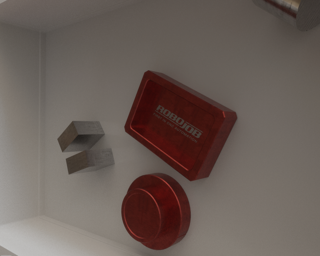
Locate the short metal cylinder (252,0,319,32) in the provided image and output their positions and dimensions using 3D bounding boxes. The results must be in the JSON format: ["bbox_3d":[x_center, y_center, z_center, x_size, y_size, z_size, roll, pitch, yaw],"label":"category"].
[{"bbox_3d":[0.126,-0.132,0.267,0.050,0.081,0.080,46,118,30],"label":"short metal cylinder"}]

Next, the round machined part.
[{"bbox_3d":[-0.012,0.110,0.404,0.098,0.042,0.097,0,90,39],"label":"round machined part"}]

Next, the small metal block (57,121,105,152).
[{"bbox_3d":[-0.125,0.013,0.491,0.050,0.050,0.025,-42,65,32],"label":"small metal block"}]

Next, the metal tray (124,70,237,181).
[{"bbox_3d":[0.019,-0.006,0.385,0.130,0.030,0.089,34,111,34],"label":"metal tray"}]

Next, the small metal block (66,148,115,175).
[{"bbox_3d":[-0.107,0.051,0.476,0.050,0.050,0.025,-23,76,37],"label":"small metal block"}]
